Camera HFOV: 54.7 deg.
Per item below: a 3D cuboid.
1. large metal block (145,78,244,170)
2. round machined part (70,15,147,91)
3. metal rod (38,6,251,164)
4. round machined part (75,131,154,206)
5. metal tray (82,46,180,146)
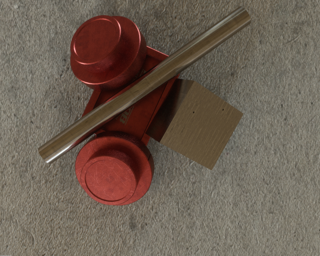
[{"bbox_3d":[0.042,-0.005,0.385,0.080,0.050,0.080,29,89,-25],"label":"large metal block"},{"bbox_3d":[-0.070,-0.098,0.382,0.098,0.042,0.098,-7,68,19],"label":"round machined part"},{"bbox_3d":[-0.018,-0.053,0.382,0.301,0.025,0.025,-35,90,0],"label":"metal rod"},{"bbox_3d":[-0.058,0.056,0.385,0.099,0.042,0.097,2,111,6],"label":"round machined part"},{"bbox_3d":[-0.037,-0.043,0.408,0.090,0.030,0.129,25,90,0],"label":"metal tray"}]
